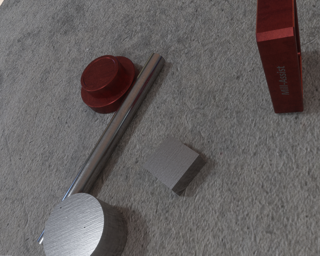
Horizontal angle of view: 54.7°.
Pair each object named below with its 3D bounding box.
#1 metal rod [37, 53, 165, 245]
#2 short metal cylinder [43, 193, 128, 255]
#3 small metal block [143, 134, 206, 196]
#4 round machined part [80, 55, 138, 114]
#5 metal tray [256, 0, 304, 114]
[{"bbox_3d":[-0.073,0.020,0.429,0.025,0.025,0.300,18,71,35],"label":"metal rod"},{"bbox_3d":[-0.085,0.121,0.358,0.080,0.050,0.080,-13,56,21],"label":"short metal cylinder"},{"bbox_3d":[0.017,0.044,0.368,0.050,0.025,0.050,34,80,38],"label":"small metal block"},{"bbox_3d":[-0.083,-0.075,0.482,0.098,0.042,0.098,-13,56,21],"label":"round machined part"},{"bbox_3d":[0.128,-0.085,0.322,0.030,0.130,0.090,-3,60,27],"label":"metal tray"}]
